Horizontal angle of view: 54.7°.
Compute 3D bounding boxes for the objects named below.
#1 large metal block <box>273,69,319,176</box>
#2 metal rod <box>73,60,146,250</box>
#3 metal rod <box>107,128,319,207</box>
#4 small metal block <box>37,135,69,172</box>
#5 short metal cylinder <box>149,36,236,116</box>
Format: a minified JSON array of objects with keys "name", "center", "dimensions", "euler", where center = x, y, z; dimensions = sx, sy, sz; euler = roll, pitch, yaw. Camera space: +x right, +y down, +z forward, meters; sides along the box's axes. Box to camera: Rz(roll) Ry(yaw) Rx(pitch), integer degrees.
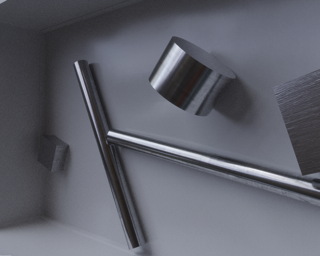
[{"name":"large metal block","center":[0.155,-0.010,0.262],"dimensions":[0.080,0.050,0.080],"euler":[-23,76,37]},{"name":"metal rod","center":[-0.081,0.030,0.470],"dimensions":[0.025,0.025,0.299],"euler":[-32,71,35]},{"name":"metal rod","center":[0.046,0.037,0.367],"dimensions":[0.300,0.025,0.025],"euler":[12,98,39]},{"name":"small metal block","center":[-0.196,0.045,0.565],"dimensions":[0.050,0.025,0.050],"euler":[25,106,37]},{"name":"short metal cylinder","center":[0.035,-0.057,0.341],"dimensions":[0.080,0.081,0.050],"euler":[48,118,29]}]
